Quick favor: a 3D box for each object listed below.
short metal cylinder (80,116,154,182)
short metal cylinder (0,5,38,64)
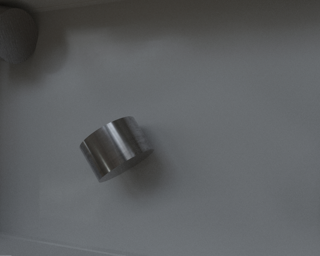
[{"bbox_3d":[-0.055,0.028,0.401,0.080,0.080,0.050,-35,79,16],"label":"short metal cylinder"},{"bbox_3d":[-0.233,-0.141,0.464,0.050,0.080,0.080,17,96,19],"label":"short metal cylinder"}]
